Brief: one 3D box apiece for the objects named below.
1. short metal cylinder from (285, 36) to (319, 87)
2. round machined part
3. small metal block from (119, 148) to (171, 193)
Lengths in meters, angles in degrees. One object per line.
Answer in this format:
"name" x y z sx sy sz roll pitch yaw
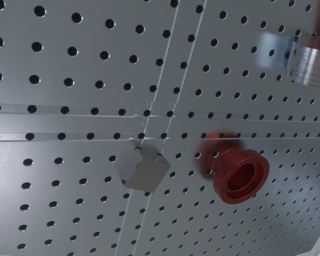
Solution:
"short metal cylinder" 0.225 -0.096 0.440 0.081 0.080 0.050 -12 124 -22
"round machined part" 0.130 0.076 0.519 0.099 0.042 0.097 -14 124 -21
"small metal block" -0.021 0.061 0.438 0.050 0.025 0.050 21 107 -36
